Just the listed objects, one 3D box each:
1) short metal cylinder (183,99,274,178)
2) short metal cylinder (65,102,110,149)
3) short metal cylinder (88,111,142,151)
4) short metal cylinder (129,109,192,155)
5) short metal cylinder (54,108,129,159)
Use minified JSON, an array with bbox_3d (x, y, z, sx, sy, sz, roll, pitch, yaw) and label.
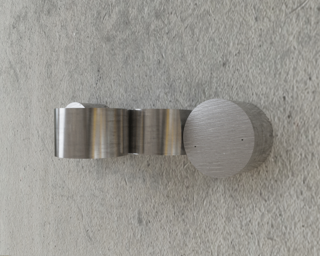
[{"bbox_3d":[0.072,0.010,0.330,0.080,0.050,0.080,1,91,39],"label":"short metal cylinder"},{"bbox_3d":[-0.112,0.001,0.483,0.080,0.050,0.080,0,90,39],"label":"short metal cylinder"},{"bbox_3d":[-0.060,0.003,0.421,0.080,0.081,0.050,1,91,40],"label":"short metal cylinder"},{"bbox_3d":[0.001,0.004,0.370,0.080,0.081,0.050,1,90,40],"label":"short metal cylinder"},{"bbox_3d":[-0.074,0.004,0.342,0.080,0.081,0.050,1,92,40],"label":"short metal cylinder"}]
